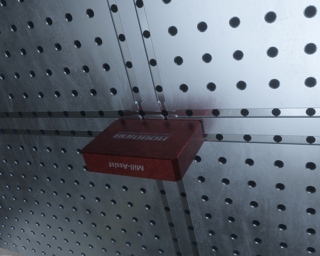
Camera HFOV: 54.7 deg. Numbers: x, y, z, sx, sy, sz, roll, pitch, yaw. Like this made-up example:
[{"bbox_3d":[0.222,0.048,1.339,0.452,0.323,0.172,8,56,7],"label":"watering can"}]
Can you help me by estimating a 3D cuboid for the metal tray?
[{"bbox_3d":[-0.021,0.023,0.392,0.130,0.090,0.030,2,119,27],"label":"metal tray"}]
